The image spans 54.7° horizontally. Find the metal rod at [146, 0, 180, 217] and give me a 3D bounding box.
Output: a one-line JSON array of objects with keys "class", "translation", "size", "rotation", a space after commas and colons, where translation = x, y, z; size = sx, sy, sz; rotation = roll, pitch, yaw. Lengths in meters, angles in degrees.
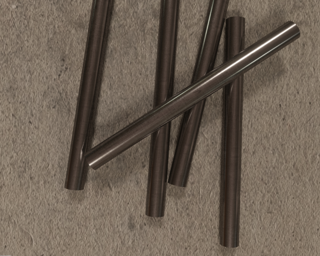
[{"class": "metal rod", "translation": [0.004, -0.034, 0.410], "size": [0.025, 0.025, 0.298], "rotation": [4, 90, -1]}]

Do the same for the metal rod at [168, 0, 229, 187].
[{"class": "metal rod", "translation": [0.056, -0.071, 0.410], "size": [0.025, 0.025, 0.298], "rotation": [13, 90, -1]}]

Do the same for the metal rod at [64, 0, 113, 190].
[{"class": "metal rod", "translation": [-0.091, -0.068, 0.408], "size": [0.025, 0.025, 0.298], "rotation": [9, 90, -1]}]

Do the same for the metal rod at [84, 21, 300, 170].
[{"class": "metal rod", "translation": [0.040, -0.040, 0.384], "size": [0.301, 0.025, 0.025], "rotation": [-33, 90, -1]}]

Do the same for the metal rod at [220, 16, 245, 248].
[{"class": "metal rod", "translation": [0.096, 0.005, 0.411], "size": [0.025, 0.025, 0.298], "rotation": [2, 90, -1]}]
